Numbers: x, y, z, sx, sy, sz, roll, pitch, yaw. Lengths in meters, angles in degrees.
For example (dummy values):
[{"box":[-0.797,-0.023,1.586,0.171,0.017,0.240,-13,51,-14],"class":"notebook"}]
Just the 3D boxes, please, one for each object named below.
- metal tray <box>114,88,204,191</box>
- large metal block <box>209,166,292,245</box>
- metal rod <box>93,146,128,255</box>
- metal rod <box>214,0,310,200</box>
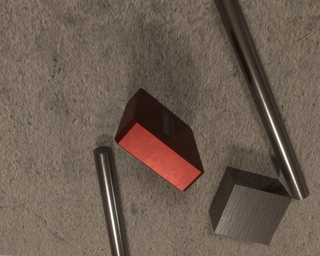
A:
[{"box":[0.000,0.006,0.356,0.090,0.130,0.030,38,106,-13],"class":"metal tray"},{"box":[0.124,0.110,0.439,0.081,0.050,0.079,15,109,-6],"class":"large metal block"},{"box":[-0.065,0.169,0.471,0.025,0.025,0.298,-5,110,1],"class":"metal rod"},{"box":[0.137,-0.030,0.400,0.025,0.025,0.299,-25,109,8],"class":"metal rod"}]
